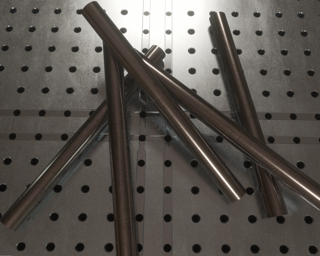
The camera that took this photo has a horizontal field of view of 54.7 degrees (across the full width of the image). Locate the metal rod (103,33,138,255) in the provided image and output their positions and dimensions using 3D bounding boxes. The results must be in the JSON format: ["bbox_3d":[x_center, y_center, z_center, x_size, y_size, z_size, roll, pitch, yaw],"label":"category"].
[{"bbox_3d":[-0.050,0.022,0.384,0.025,0.025,0.299,-5,77,-2],"label":"metal rod"}]

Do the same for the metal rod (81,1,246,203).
[{"bbox_3d":[0.004,-0.033,0.386,0.025,0.025,0.300,-38,89,-13],"label":"metal rod"}]

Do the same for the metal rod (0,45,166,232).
[{"bbox_3d":[-0.091,0.002,0.409,0.025,0.025,0.300,35,73,11],"label":"metal rod"}]

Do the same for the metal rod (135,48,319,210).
[{"bbox_3d":[0.074,-0.007,0.387,0.300,0.025,0.025,38,74,12],"label":"metal rod"}]

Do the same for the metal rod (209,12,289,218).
[{"bbox_3d":[0.115,-0.032,0.424,0.025,0.025,0.299,-10,70,-4],"label":"metal rod"}]
